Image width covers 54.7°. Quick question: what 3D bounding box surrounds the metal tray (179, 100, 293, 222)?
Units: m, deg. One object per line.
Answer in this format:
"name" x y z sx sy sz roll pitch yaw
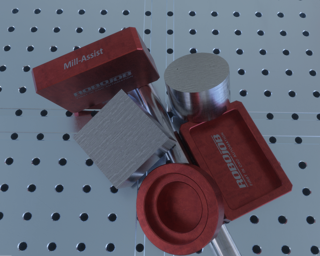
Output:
"metal tray" 0.091 0.040 0.391 0.091 0.030 0.130 -24 72 -9

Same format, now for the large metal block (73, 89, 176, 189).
"large metal block" -0.040 0.014 0.370 0.080 0.050 0.080 -45 76 4

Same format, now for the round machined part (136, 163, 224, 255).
"round machined part" 0.025 0.088 0.352 0.098 0.042 0.097 -3 84 28

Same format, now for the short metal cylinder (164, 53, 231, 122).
"short metal cylinder" 0.049 -0.053 0.399 0.080 0.050 0.080 -7 46 8

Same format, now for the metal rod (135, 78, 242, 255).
"metal rod" 0.020 0.028 0.397 0.025 0.025 0.299 -24 72 -8

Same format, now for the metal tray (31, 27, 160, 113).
"metal tray" -0.074 -0.066 0.382 0.130 0.090 0.030 -21 73 8
